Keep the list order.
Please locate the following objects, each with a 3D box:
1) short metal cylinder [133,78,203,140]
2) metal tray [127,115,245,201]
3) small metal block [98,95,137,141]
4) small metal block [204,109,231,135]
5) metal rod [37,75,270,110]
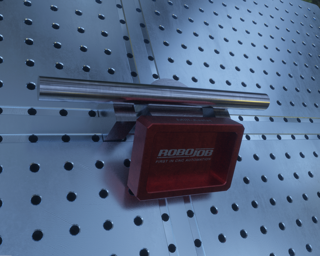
[{"bbox_3d":[0.009,-0.018,0.407,0.081,0.050,0.080,14,56,-21],"label":"short metal cylinder"},{"bbox_3d":[0.032,0.033,0.366,0.131,0.089,0.030,0,18,-28],"label":"metal tray"},{"bbox_3d":[-0.053,-0.018,0.375,0.025,0.050,0.050,-1,62,-29],"label":"small metal block"},{"bbox_3d":[0.071,-0.015,0.440,0.025,0.050,0.050,-1,62,-29],"label":"small metal block"},{"bbox_3d":[0.014,-0.038,0.375,0.303,0.025,0.025,0,62,-28],"label":"metal rod"}]
